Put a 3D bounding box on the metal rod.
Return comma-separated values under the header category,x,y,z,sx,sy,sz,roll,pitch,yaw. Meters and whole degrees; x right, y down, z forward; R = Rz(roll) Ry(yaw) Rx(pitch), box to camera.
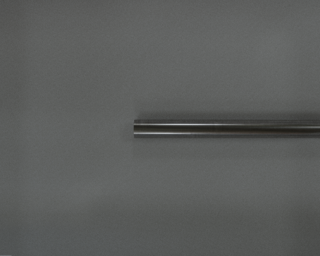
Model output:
category,x,y,z,sx,sy,sz,roll,pitch,yaw
metal rod,0.117,0.001,0.412,0.302,0.025,0.025,0,90,-1
